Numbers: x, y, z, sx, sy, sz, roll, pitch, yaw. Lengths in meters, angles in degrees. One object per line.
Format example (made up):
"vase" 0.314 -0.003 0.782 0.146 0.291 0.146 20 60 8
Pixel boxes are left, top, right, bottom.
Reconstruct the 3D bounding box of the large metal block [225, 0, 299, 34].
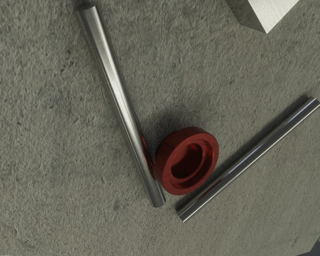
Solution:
"large metal block" 0.117 -0.170 0.352 0.080 0.050 0.080 -47 130 4

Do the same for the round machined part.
"round machined part" 0.032 0.042 0.435 0.099 0.042 0.097 -18 124 -29

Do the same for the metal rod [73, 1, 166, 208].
"metal rod" -0.037 -0.002 0.386 0.025 0.025 0.298 -26 128 -13

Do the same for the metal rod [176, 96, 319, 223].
"metal rod" 0.149 0.053 0.523 0.300 0.025 0.025 -40 130 -1
